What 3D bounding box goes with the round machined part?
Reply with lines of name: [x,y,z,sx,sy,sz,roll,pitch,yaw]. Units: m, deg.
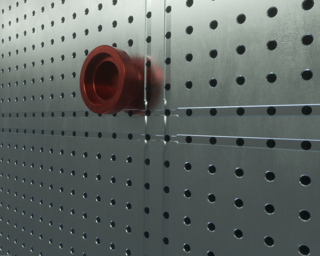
round machined part: [-0.071,-0.069,0.454,0.098,0.042,0.097,0,90,39]
